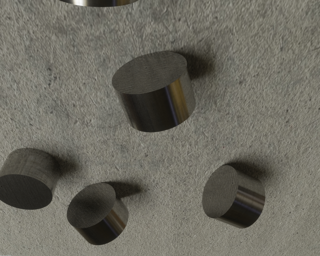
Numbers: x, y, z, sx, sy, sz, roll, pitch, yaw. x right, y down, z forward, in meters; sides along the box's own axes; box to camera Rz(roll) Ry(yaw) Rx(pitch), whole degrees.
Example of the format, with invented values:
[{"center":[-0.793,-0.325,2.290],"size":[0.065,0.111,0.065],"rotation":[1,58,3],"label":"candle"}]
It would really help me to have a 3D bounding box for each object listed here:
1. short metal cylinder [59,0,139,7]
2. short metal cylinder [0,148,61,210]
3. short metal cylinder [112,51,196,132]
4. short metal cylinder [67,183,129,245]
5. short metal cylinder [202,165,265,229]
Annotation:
[{"center":[-0.053,-0.138,0.253],"size":[0.081,0.080,0.050],"rotation":[4,130,-3],"label":"short metal cylinder"},{"center":[-0.192,0.075,0.453],"size":[0.081,0.050,0.079],"rotation":[0,130,0],"label":"short metal cylinder"},{"center":[-0.005,-0.041,0.336],"size":[0.080,0.080,0.050],"rotation":[-11,129,9],"label":"short metal cylinder"},{"center":[-0.096,0.133,0.483],"size":[0.080,0.080,0.050],"rotation":[-15,129,12],"label":"short metal cylinder"},{"center":[0.107,0.101,0.458],"size":[0.050,0.080,0.080],"rotation":[26,125,-20],"label":"short metal cylinder"}]
